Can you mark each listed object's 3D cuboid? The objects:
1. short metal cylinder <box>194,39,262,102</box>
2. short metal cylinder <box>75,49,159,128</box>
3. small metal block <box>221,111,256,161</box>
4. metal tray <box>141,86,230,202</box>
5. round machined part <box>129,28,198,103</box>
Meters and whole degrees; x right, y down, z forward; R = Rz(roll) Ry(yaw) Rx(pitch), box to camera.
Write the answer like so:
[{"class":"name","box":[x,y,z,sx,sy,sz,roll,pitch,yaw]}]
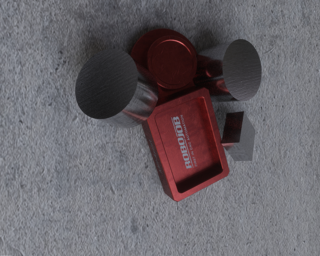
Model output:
[{"class":"short metal cylinder","box":[0.092,-0.075,0.420,0.081,0.050,0.079,-2,93,-38]},{"class":"short metal cylinder","box":[-0.049,-0.043,0.356,0.050,0.080,0.080,26,78,-63]},{"class":"small metal block","box":[0.111,0.012,0.433,0.050,0.025,0.050,47,49,-41]},{"class":"metal tray","box":[0.034,0.020,0.408,0.091,0.030,0.129,-23,107,-19]},{"class":"round machined part","box":[0.009,-0.082,0.405,0.099,0.042,0.097,0,90,-20]}]
